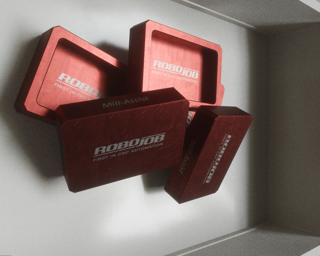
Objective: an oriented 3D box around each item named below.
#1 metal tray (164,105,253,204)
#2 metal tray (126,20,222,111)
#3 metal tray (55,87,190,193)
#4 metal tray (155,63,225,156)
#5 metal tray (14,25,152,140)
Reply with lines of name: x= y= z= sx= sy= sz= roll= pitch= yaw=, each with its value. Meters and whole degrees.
metal tray: x=0.066 y=0.035 z=0.417 sx=0.091 sy=0.030 sz=0.129 roll=-2 pitch=120 yaw=-46
metal tray: x=0.023 y=-0.069 z=0.382 sx=0.131 sy=0.030 sz=0.089 roll=5 pitch=87 yaw=-40
metal tray: x=-0.037 y=0.011 z=0.328 sx=0.131 sy=0.030 sz=0.089 roll=-12 pitch=128 yaw=-24
metal tray: x=0.041 y=-0.016 z=0.437 sx=0.090 sy=0.030 sz=0.130 roll=25 pitch=74 yaw=-38
metal tray: x=-0.075 y=-0.037 z=0.338 sx=0.131 sy=0.030 sz=0.090 roll=25 pitch=74 yaw=-38
